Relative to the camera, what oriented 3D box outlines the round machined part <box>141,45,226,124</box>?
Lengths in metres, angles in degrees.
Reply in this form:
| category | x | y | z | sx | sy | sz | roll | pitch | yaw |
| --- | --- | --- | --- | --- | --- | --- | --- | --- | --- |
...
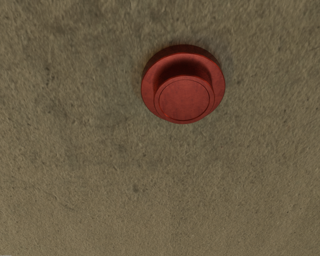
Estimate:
| category | x | y | z | sx | sy | sz | roll | pitch | yaw |
| --- | --- | --- | --- | --- | --- | --- | --- | --- | --- |
| round machined part | 0.027 | -0.043 | 0.360 | 0.099 | 0.042 | 0.097 | -1 | 130 | 0 |
